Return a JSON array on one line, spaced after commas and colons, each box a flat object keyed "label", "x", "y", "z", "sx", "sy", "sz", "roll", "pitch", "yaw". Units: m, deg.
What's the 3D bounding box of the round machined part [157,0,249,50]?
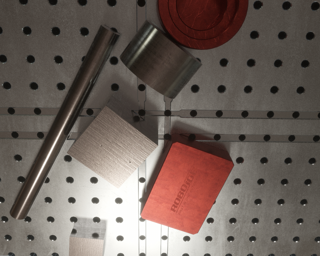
[{"label": "round machined part", "x": 0.045, "y": -0.139, "z": 0.350, "sx": 0.099, "sy": 0.042, "sz": 0.097, "roll": -1, "pitch": 105, "yaw": -5}]

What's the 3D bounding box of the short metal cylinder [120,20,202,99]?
[{"label": "short metal cylinder", "x": 0.002, "y": -0.078, "z": 0.355, "sx": 0.080, "sy": 0.080, "sz": 0.050, "roll": 36, "pitch": 106, "yaw": -13}]

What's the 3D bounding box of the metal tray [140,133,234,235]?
[{"label": "metal tray", "x": 0.036, "y": 0.082, "z": 0.442, "sx": 0.091, "sy": 0.030, "sz": 0.129, "roll": 20, "pitch": 109, "yaw": -8}]

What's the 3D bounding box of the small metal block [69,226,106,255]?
[{"label": "small metal block", "x": -0.112, "y": 0.182, "z": 0.479, "sx": 0.050, "sy": 0.025, "sz": 0.050, "roll": 7, "pitch": 110, "yaw": -3}]

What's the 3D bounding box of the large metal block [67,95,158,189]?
[{"label": "large metal block", "x": -0.059, "y": 0.018, "z": 0.406, "sx": 0.080, "sy": 0.050, "sz": 0.080, "roll": 38, "pitch": 105, "yaw": -13}]

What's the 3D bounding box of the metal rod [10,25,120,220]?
[{"label": "metal rod", "x": -0.134, "y": 0.004, "z": 0.413, "sx": 0.025, "sy": 0.025, "sz": 0.298, "roll": 28, "pitch": 107, "yaw": -10}]
